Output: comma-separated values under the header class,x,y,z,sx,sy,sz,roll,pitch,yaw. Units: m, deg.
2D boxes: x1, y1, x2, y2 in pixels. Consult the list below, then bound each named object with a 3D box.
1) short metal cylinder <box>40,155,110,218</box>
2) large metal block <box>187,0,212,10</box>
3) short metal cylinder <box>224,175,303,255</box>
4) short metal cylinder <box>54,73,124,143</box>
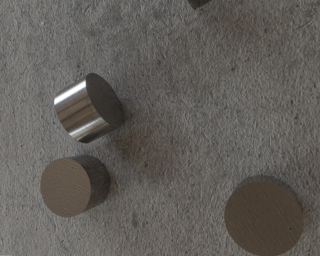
class,x,y,z,sx,sy,sz,roll,pitch,yaw
short metal cylinder,-0.119,0.080,0.437,0.080,0.050,0.079,0,90,20
large metal block,0.039,-0.201,0.366,0.050,0.080,0.080,-23,83,18
short metal cylinder,0.118,0.097,0.354,0.080,0.050,0.079,0,90,20
short metal cylinder,-0.092,-0.026,0.412,0.050,0.080,0.080,-26,82,18
